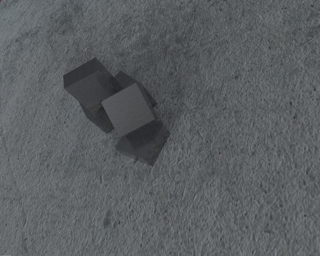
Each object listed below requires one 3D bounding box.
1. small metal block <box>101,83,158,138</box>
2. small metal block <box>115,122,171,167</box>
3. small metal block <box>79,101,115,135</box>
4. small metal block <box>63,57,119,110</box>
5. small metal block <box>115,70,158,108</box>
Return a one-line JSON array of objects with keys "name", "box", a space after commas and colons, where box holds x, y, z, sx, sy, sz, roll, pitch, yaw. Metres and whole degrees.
[{"name": "small metal block", "box": [-0.037, -0.022, 0.389, 0.050, 0.025, 0.050, -28, 90, 10]}, {"name": "small metal block", "box": [-0.022, 0.017, 0.405, 0.050, 0.025, 0.050, 17, 71, 34]}, {"name": "small metal block", "box": [-0.089, -0.025, 0.450, 0.025, 0.050, 0.050, -38, 51, 2]}, {"name": "small metal block", "box": [-0.089, -0.057, 0.405, 0.050, 0.050, 0.025, -26, 53, 12]}, {"name": "small metal block", "box": [-0.037, -0.048, 0.437, 0.025, 0.050, 0.050, -49, 52, -6]}]
